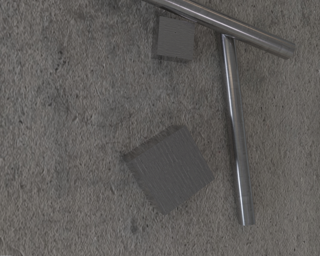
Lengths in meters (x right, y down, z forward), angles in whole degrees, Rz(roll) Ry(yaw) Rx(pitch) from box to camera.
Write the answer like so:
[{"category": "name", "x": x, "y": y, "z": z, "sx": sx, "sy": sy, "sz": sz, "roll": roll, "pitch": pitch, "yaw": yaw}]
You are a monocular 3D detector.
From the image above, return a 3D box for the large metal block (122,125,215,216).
[{"category": "large metal block", "x": 0.010, "y": 0.051, "z": 0.400, "sx": 0.080, "sy": 0.050, "sz": 0.080, "roll": -33, "pitch": 101, "yaw": -17}]

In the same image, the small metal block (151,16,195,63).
[{"category": "small metal block", "x": 0.017, "y": -0.117, "z": 0.415, "sx": 0.050, "sy": 0.025, "sz": 0.050, "roll": 4, "pitch": 89, "yaw": -20}]

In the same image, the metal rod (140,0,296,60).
[{"category": "metal rod", "x": 0.042, "y": -0.153, "z": 0.405, "sx": 0.302, "sy": 0.025, "sz": 0.025, "roll": 18, "pitch": 84, "yaw": -12}]

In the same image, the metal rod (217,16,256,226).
[{"category": "metal rod", "x": 0.110, "y": -0.009, "z": 0.449, "sx": 0.025, "sy": 0.025, "sz": 0.298, "roll": -8, "pitch": 93, "yaw": -20}]
